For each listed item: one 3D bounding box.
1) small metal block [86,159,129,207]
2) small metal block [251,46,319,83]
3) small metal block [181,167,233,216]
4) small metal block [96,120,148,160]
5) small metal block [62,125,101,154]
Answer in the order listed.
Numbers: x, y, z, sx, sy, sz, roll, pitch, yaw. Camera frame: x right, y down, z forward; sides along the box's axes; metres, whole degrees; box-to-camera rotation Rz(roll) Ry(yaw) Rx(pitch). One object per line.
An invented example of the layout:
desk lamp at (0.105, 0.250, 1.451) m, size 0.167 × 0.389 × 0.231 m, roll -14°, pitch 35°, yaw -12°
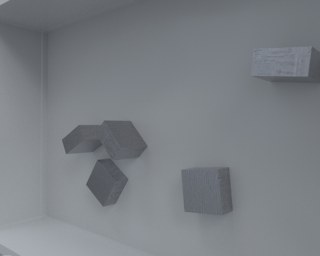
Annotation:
small metal block at (-0.082, 0.083, 0.475) m, size 0.050 × 0.025 × 0.050 m, roll 42°, pitch 115°, yaw 32°
small metal block at (0.121, -0.058, 0.291) m, size 0.050 × 0.050 × 0.025 m, roll 9°, pitch 96°, yaw 39°
small metal block at (0.054, 0.072, 0.362) m, size 0.050 × 0.025 × 0.050 m, roll -7°, pitch 86°, yaw 39°
small metal block at (-0.053, 0.016, 0.435) m, size 0.025 × 0.050 × 0.050 m, roll -51°, pitch 60°, yaw 28°
small metal block at (-0.116, 0.018, 0.487) m, size 0.050 × 0.050 × 0.025 m, roll -34°, pitch 69°, yaw 35°
